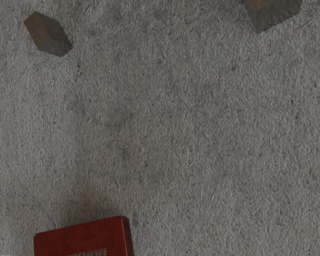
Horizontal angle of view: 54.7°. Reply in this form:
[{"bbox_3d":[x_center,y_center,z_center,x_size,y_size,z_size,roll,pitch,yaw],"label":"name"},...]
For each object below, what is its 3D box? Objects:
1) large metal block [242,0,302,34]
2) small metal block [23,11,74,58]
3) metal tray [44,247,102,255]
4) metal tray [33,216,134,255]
[{"bbox_3d":[0.113,-0.161,0.340,0.050,0.080,0.080,-26,82,18],"label":"large metal block"},{"bbox_3d":[-0.162,-0.136,0.453,0.025,0.050,0.050,-34,79,17],"label":"small metal block"},{"bbox_3d":[-0.126,0.250,0.451,0.090,0.030,0.129,2,91,19],"label":"metal tray"},{"bbox_3d":[-0.102,0.177,0.419,0.131,0.030,0.090,-14,71,8],"label":"metal tray"}]
